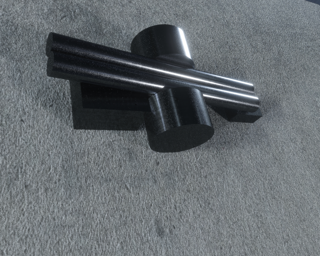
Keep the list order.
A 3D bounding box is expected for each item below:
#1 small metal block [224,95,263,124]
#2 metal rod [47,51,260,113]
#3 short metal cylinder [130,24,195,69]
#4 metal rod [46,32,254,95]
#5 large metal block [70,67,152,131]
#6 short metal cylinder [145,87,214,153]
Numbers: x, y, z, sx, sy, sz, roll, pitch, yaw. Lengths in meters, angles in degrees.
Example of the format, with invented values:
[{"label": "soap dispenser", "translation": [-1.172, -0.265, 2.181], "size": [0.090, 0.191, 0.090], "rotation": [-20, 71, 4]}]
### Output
[{"label": "small metal block", "translation": [0.130, -0.036, 0.497], "size": [0.050, 0.025, 0.050], "rotation": [3, 61, -27]}, {"label": "metal rod", "translation": [0.017, -0.049, 0.387], "size": [0.302, 0.025, 0.025], "rotation": [6, 59, -34]}, {"label": "short metal cylinder", "translation": [0.003, -0.096, 0.430], "size": [0.081, 0.080, 0.050], "rotation": [1, 61, -28]}, {"label": "metal rod", "translation": [0.012, -0.071, 0.398], "size": [0.302, 0.025, 0.025], "rotation": [6, 59, -34]}, {"label": "large metal block", "translation": [-0.064, -0.043, 0.382], "size": [0.081, 0.050, 0.080], "rotation": [2, 61, -27]}, {"label": "short metal cylinder", "translation": [0.022, -0.008, 0.386], "size": [0.081, 0.080, 0.050], "rotation": [1, 61, -28]}]
